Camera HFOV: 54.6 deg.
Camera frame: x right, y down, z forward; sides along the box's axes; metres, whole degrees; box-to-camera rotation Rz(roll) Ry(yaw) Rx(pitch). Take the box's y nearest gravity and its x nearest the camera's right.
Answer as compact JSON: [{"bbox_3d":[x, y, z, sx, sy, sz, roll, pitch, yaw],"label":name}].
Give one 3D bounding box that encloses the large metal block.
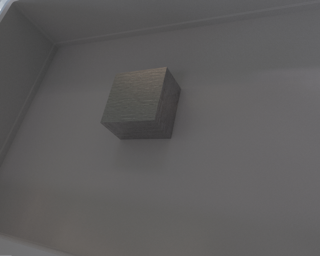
[{"bbox_3d":[-0.024,-0.031,0.423,0.080,0.050,0.080,-2,61,27],"label":"large metal block"}]
